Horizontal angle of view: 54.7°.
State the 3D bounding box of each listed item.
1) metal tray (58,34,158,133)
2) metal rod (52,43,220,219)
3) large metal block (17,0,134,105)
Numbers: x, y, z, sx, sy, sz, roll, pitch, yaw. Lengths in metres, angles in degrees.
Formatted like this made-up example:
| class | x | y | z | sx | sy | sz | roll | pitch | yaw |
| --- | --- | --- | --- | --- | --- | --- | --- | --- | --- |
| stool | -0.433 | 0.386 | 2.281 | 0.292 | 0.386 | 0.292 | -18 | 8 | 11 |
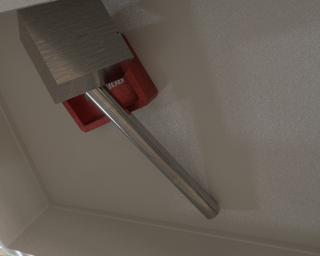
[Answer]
| class | x | y | z | sx | sy | sz | roll | pitch | yaw |
| --- | --- | --- | --- | --- | --- | --- | --- | --- | --- |
| metal tray | -0.078 | -0.054 | 0.411 | 0.130 | 0.030 | 0.090 | -21 | 108 | 35 |
| metal rod | -0.021 | 0.016 | 0.396 | 0.025 | 0.025 | 0.300 | -28 | 113 | 37 |
| large metal block | -0.086 | -0.082 | 0.317 | 0.080 | 0.081 | 0.050 | 60 | 154 | 5 |
